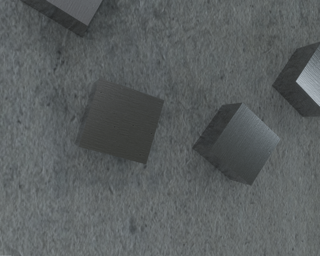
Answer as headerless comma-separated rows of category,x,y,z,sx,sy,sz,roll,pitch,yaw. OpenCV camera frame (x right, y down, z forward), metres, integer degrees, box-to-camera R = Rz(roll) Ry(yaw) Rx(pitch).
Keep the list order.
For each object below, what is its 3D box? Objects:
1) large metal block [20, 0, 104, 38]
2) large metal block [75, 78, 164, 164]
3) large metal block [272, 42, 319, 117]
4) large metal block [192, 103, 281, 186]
large metal block,-0.104,-0.166,0.357,0.080,0.050,0.080,29,80,-18
large metal block,-0.050,-0.007,0.378,0.081,0.050,0.080,18,84,-20
large metal block,0.239,-0.074,0.486,0.080,0.050,0.080,40,77,-16
large metal block,0.107,0.022,0.437,0.080,0.050,0.080,40,77,-16
